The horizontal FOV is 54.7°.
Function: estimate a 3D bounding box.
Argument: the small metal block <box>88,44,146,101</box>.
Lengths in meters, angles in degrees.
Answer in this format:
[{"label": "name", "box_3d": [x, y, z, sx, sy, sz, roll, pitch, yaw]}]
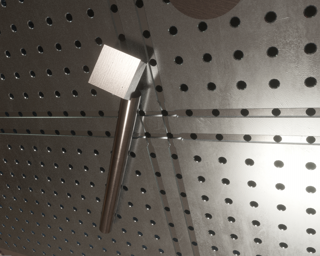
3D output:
[{"label": "small metal block", "box_3d": [-0.052, -0.067, 0.381, 0.050, 0.025, 0.050, 25, 95, 12]}]

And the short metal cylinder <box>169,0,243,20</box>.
[{"label": "short metal cylinder", "box_3d": [0.047, -0.145, 0.280, 0.080, 0.050, 0.079, 13, 124, 20]}]

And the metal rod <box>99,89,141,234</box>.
[{"label": "metal rod", "box_3d": [-0.069, 0.070, 0.488, 0.025, 0.025, 0.298, 25, 127, 12]}]
